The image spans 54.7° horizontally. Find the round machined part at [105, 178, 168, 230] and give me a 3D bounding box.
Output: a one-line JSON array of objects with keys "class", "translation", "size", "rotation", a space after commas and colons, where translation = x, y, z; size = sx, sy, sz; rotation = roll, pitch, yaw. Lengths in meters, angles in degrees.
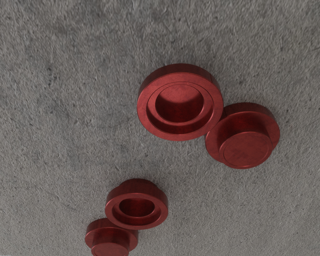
[{"class": "round machined part", "translation": [-0.036, 0.118, 0.496], "size": [0.099, 0.042, 0.097], "rotation": [0, 130, 0]}]

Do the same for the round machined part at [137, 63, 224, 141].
[{"class": "round machined part", "translation": [0.023, -0.034, 0.367], "size": [0.099, 0.042, 0.097], "rotation": [0, 130, 0]}]

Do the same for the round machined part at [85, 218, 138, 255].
[{"class": "round machined part", "translation": [-0.090, 0.213, 0.576], "size": [0.099, 0.042, 0.097], "rotation": [0, 130, 0]}]

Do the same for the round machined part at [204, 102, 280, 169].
[{"class": "round machined part", "translation": [0.110, 0.017, 0.412], "size": [0.099, 0.042, 0.097], "rotation": [0, 130, 0]}]
